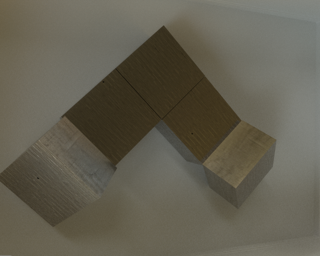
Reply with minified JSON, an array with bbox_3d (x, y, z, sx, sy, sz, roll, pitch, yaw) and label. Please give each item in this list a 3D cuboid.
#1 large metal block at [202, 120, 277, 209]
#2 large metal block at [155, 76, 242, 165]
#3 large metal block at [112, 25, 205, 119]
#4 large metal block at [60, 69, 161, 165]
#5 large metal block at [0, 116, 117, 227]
[{"bbox_3d":[0.107,0.050,0.412,0.080,0.050,0.080,-46,148,-14],"label":"large metal block"},{"bbox_3d":[0.047,-0.009,0.413,0.080,0.050,0.080,-46,104,-14],"label":"large metal block"},{"bbox_3d":[-0.005,-0.067,0.393,0.080,0.050,0.080,-46,104,-14],"label":"large metal block"},{"bbox_3d":[-0.060,-0.011,0.373,0.080,0.050,0.080,-46,104,-14],"label":"large metal block"},{"bbox_3d":[-0.109,0.048,0.332,0.080,0.050,0.080,-35,106,27],"label":"large metal block"}]
